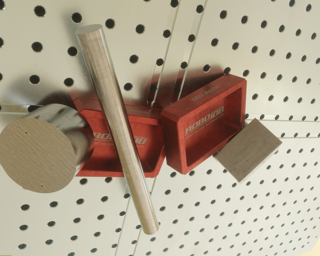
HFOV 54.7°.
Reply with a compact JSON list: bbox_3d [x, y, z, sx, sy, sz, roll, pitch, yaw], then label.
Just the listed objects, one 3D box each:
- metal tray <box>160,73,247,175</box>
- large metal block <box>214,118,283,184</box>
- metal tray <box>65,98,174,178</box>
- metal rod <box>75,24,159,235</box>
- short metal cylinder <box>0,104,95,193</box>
[{"bbox_3d":[0.063,-0.008,0.413,0.131,0.030,0.089,-31,131,-30],"label":"metal tray"},{"bbox_3d":[0.132,0.038,0.468,0.080,0.050,0.080,-44,160,2],"label":"large metal block"},{"bbox_3d":[-0.051,0.017,0.390,0.131,0.030,0.089,7,115,-32],"label":"metal tray"},{"bbox_3d":[-0.039,0.028,0.368,0.025,0.025,0.298,-23,127,-15],"label":"metal rod"},{"bbox_3d":[-0.115,0.020,0.321,0.080,0.050,0.079,3,110,8],"label":"short metal cylinder"}]
